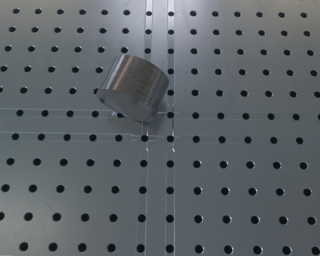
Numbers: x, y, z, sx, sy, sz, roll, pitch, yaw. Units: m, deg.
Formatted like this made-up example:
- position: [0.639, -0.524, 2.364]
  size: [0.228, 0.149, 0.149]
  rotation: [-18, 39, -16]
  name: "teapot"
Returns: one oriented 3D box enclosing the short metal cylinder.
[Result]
- position: [-0.034, -0.049, 0.400]
  size: [0.080, 0.080, 0.050]
  rotation: [19, 71, 7]
  name: "short metal cylinder"
